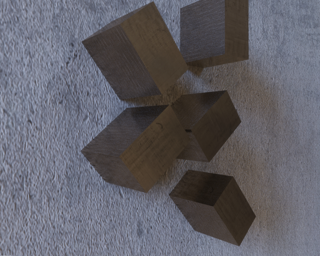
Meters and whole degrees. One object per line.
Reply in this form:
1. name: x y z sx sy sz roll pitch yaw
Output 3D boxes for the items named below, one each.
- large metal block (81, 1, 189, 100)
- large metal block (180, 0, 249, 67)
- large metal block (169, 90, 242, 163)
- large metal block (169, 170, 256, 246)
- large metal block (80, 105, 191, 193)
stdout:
1. large metal block: -0.028 -0.081 0.345 0.050 0.080 0.080 -47 118 -30
2. large metal block: 0.074 -0.132 0.430 0.050 0.080 0.079 0 91 -40
3. large metal block: 0.045 -0.003 0.406 0.080 0.080 0.050 -45 117 -30
4. large metal block: 0.073 0.108 0.430 0.050 0.080 0.080 -48 119 -29
5. large metal block: -0.027 0.020 0.346 0.080 0.080 0.050 -47 118 -30
